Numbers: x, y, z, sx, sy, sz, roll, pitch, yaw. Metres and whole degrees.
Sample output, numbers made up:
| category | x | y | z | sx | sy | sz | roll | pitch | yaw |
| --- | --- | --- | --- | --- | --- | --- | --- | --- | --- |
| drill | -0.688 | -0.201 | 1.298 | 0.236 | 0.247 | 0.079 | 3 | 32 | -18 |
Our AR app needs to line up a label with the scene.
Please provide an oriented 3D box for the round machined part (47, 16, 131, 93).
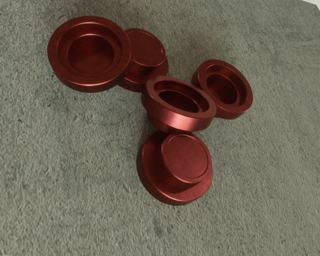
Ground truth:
| category | x | y | z | sx | sy | sz | roll | pitch | yaw |
| --- | --- | --- | --- | --- | --- | --- | --- | --- | --- |
| round machined part | -0.086 | -0.088 | 0.389 | 0.099 | 0.042 | 0.098 | 2 | 70 | -6 |

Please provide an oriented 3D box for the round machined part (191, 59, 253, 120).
| category | x | y | z | sx | sy | sz | roll | pitch | yaw |
| --- | --- | --- | --- | --- | --- | --- | --- | --- | --- |
| round machined part | 0.091 | -0.055 | 0.479 | 0.099 | 0.042 | 0.098 | 14 | 56 | -21 |

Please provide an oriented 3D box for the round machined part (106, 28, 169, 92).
| category | x | y | z | sx | sy | sz | roll | pitch | yaw |
| --- | --- | --- | --- | --- | --- | --- | --- | --- | --- |
| round machined part | -0.031 | -0.102 | 0.441 | 0.099 | 0.042 | 0.098 | 14 | 56 | -21 |

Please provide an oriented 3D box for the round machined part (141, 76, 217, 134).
| category | x | y | z | sx | sy | sz | roll | pitch | yaw |
| --- | --- | --- | --- | --- | --- | --- | --- | --- | --- |
| round machined part | 0.021 | -0.026 | 0.409 | 0.099 | 0.042 | 0.098 | 16 | 33 | -11 |

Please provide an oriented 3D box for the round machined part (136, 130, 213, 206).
| category | x | y | z | sx | sy | sz | roll | pitch | yaw |
| --- | --- | --- | --- | --- | --- | --- | --- | --- | --- |
| round machined part | 0.024 | 0.042 | 0.382 | 0.099 | 0.042 | 0.098 | 14 | 56 | -21 |
